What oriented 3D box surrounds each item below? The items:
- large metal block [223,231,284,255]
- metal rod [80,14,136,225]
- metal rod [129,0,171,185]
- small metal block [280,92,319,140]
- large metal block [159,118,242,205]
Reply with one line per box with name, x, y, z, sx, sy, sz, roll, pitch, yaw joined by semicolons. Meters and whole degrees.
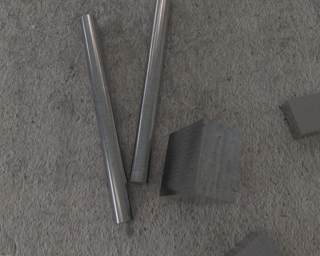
large metal block;0.102;0.170;0.333;0.080;0.050;0.080;-35;74;-12
metal rod;-0.074;-0.025;0.416;0.025;0.025;0.299;-12;70;-5
metal rod;-0.010;-0.071;0.434;0.025;0.025;0.299;6;70;2
small metal block;0.199;-0.016;0.416;0.050;0.025;0.050;-13;71;-5
large metal block;0.045;0.042;0.357;0.050;0.080;0.080;18;69;-21
